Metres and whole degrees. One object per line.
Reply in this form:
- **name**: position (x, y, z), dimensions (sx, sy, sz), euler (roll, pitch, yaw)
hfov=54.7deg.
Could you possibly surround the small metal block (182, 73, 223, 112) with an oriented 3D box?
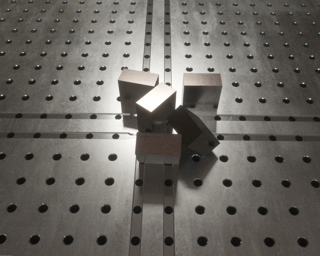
- **small metal block**: position (0.057, -0.049, 0.434), dimensions (0.050, 0.050, 0.025), euler (1, 50, 0)

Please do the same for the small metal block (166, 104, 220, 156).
- **small metal block**: position (0.042, 0.004, 0.386), dimensions (0.025, 0.050, 0.050), euler (-44, 55, 13)

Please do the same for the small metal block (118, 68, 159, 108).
- **small metal block**: position (-0.029, -0.053, 0.435), dimensions (0.050, 0.050, 0.025), euler (11, 51, 9)

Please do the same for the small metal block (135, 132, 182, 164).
- **small metal block**: position (-0.001, 0.025, 0.367), dimensions (0.050, 0.050, 0.025), euler (3, 73, 2)

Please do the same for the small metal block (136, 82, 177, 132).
- **small metal block**: position (-0.004, -0.024, 0.412), dimensions (0.025, 0.050, 0.050), euler (33, 57, 24)
